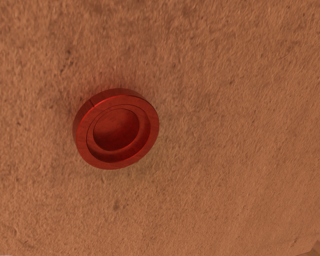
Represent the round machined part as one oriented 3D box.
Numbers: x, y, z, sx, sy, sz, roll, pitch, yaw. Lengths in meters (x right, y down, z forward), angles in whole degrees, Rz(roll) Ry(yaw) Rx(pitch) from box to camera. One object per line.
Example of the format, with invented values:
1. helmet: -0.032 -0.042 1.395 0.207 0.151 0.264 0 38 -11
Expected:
1. round machined part: -0.054 -0.002 0.366 0.099 0.042 0.097 -14 125 -21
